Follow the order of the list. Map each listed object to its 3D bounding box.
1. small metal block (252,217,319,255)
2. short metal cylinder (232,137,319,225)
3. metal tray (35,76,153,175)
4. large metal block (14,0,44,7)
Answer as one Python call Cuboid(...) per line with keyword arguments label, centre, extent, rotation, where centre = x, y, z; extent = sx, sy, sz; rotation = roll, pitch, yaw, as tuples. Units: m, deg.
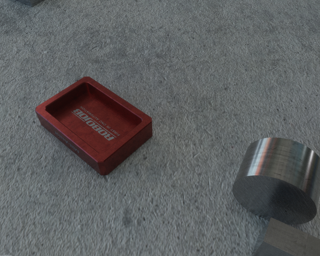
Cuboid(label="small metal block", centre=(0.119, 0.116, 0.290), extent=(0.050, 0.050, 0.025), rotation=(22, 54, 17))
Cuboid(label="short metal cylinder", centre=(0.122, 0.056, 0.322), extent=(0.080, 0.080, 0.050), rotation=(21, 53, 16))
Cuboid(label="metal tray", centre=(-0.086, -0.008, 0.406), extent=(0.130, 0.030, 0.090), rotation=(34, 58, 25))
Cuboid(label="large metal block", centre=(-0.269, -0.301, 0.638), extent=(0.080, 0.050, 0.080), rotation=(26, 55, 20))
